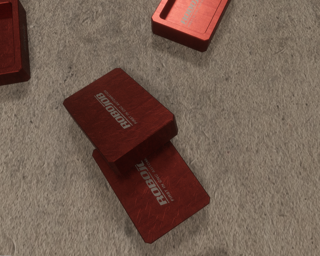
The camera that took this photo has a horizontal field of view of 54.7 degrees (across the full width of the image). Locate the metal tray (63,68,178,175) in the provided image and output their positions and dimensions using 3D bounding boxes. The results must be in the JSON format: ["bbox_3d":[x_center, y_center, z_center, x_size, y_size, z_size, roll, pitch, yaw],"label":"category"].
[{"bbox_3d":[-0.052,-0.015,0.384,0.090,0.030,0.130,-35,52,-14],"label":"metal tray"}]

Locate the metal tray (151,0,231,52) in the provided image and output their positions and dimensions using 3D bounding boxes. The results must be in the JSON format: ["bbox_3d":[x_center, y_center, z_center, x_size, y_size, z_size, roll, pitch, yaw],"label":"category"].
[{"bbox_3d":[0.054,-0.188,0.474,0.090,0.030,0.130,24,71,8],"label":"metal tray"}]

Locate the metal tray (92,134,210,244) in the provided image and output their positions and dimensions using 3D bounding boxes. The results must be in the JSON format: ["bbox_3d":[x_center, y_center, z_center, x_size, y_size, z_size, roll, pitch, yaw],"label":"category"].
[{"bbox_3d":[-0.012,0.062,0.383,0.090,0.030,0.130,-32,73,-11],"label":"metal tray"}]

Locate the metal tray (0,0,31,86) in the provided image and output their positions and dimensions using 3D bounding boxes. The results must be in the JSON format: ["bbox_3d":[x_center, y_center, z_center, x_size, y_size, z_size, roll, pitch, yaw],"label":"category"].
[{"bbox_3d":[-0.242,-0.123,0.447,0.091,0.030,0.129,-11,70,-4],"label":"metal tray"}]
